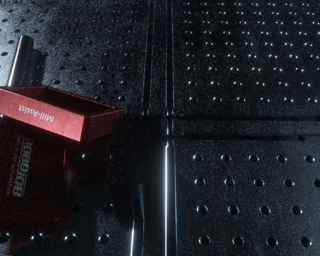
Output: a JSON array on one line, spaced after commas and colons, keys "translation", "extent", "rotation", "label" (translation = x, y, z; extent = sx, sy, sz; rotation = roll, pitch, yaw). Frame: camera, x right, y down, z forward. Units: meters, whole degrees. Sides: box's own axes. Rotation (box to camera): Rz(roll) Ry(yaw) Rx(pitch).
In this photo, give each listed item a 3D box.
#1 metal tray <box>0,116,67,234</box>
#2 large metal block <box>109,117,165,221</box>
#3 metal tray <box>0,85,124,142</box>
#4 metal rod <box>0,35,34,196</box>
[{"translation": [-0.155, 0.048, 0.344], "extent": [0.091, 0.030, 0.130], "rotation": [8, 47, -20], "label": "metal tray"}, {"translation": [-0.023, 0.045, 0.334], "extent": [0.050, 0.080, 0.080], "rotation": [-2, 50, -2], "label": "large metal block"}, {"translation": [-0.123, -0.023, 0.387], "extent": [0.130, 0.030, 0.090], "rotation": [17, 14, 16], "label": "metal tray"}, {"translation": [-0.209, -0.035, 0.434], "extent": [0.025, 0.025, 0.300], "rotation": [-6, 50, -5], "label": "metal rod"}]
